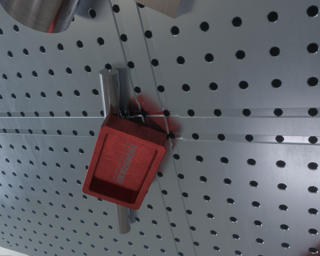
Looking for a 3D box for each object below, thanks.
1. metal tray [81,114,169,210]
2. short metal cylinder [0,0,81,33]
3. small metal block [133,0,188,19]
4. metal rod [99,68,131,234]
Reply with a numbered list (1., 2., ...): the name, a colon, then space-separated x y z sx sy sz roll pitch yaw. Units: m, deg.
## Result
1. metal tray: -0.052 0.053 0.442 0.090 0.030 0.129 20 122 -6
2. short metal cylinder: -0.132 -0.154 0.349 0.080 0.080 0.050 42 129 -1
3. small metal block: 0.005 -0.148 0.317 0.050 0.025 0.050 28 128 10
4. metal rod: -0.065 0.054 0.478 0.025 0.025 0.298 13 124 21
